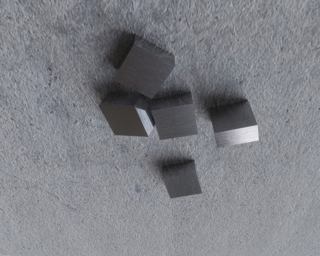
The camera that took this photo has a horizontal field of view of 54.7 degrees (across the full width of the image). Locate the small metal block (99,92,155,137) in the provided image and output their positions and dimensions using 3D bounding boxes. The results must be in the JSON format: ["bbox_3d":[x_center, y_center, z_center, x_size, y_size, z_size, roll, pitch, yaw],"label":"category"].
[{"bbox_3d":[-0.039,-0.017,0.382,0.050,0.025,0.050,2,134,27],"label":"small metal block"}]

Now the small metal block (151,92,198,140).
[{"bbox_3d":[0.019,-0.015,0.395,0.050,0.025,0.050,-9,130,7],"label":"small metal block"}]

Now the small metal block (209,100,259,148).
[{"bbox_3d":[0.091,-0.006,0.387,0.050,0.050,0.025,-11,129,9],"label":"small metal block"}]

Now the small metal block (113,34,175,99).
[{"bbox_3d":[-0.018,-0.068,0.349,0.050,0.025,0.050,24,126,-20],"label":"small metal block"}]

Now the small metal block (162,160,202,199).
[{"bbox_3d":[0.034,0.079,0.475,0.050,0.025,0.050,-11,129,9],"label":"small metal block"}]
